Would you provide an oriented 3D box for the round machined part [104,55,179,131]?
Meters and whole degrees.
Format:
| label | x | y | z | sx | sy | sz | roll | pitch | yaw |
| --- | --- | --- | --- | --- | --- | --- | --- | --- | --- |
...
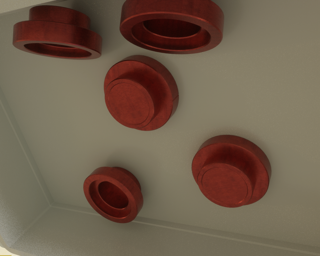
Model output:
| label | x | y | z | sx | sy | sz | roll | pitch | yaw |
| --- | --- | --- | --- | --- | --- | --- | --- | --- | --- |
| round machined part | -0.029 | -0.038 | 0.390 | 0.098 | 0.042 | 0.097 | 13 | 124 | 21 |

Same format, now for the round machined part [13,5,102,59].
| label | x | y | z | sx | sy | sz | roll | pitch | yaw |
| --- | --- | --- | --- | --- | --- | --- | --- | --- | --- |
| round machined part | -0.117 | -0.111 | 0.364 | 0.098 | 0.098 | 0.042 | 4 | 92 | 26 |

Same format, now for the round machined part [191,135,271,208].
| label | x | y | z | sx | sy | sz | roll | pitch | yaw |
| --- | --- | --- | --- | --- | --- | --- | --- | --- | --- |
| round machined part | 0.086 | 0.061 | 0.390 | 0.098 | 0.042 | 0.097 | 13 | 124 | 21 |

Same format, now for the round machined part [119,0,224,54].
| label | x | y | z | sx | sy | sz | roll | pitch | yaw |
| --- | --- | --- | --- | --- | --- | --- | --- | --- | --- |
| round machined part | 0.012 | -0.109 | 0.300 | 0.098 | 0.098 | 0.042 | 3 | 84 | 27 |

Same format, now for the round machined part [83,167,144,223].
| label | x | y | z | sx | sy | sz | roll | pitch | yaw |
| --- | --- | --- | --- | --- | --- | --- | --- | --- | --- |
| round machined part | -0.070 | 0.102 | 0.498 | 0.098 | 0.042 | 0.097 | 13 | 124 | 21 |
